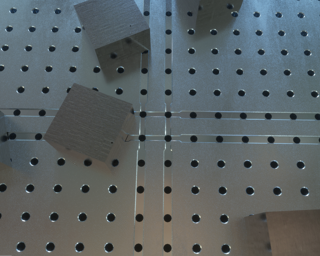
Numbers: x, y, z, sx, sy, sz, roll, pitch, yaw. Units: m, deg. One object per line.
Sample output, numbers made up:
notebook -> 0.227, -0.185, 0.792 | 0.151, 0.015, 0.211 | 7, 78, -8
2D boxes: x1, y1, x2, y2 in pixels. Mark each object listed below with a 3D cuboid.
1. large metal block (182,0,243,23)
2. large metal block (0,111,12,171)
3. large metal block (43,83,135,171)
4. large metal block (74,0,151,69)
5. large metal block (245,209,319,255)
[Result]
large metal block -> 0.077, -0.222, 0.481 | 0.080, 0.050, 0.080 | -22, 72, -8
large metal block -> -0.229, 0.009, 0.376 | 0.050, 0.080, 0.080 | -16, 71, -6
large metal block -> -0.086, 0.000, 0.398 | 0.080, 0.050, 0.080 | 21, 71, 7
large metal block -> -0.067, -0.145, 0.451 | 0.080, 0.050, 0.080 | -24, 72, -9
large metal block -> 0.147, 0.119, 0.341 | 0.081, 0.080, 0.050 | -2, 70, -1
